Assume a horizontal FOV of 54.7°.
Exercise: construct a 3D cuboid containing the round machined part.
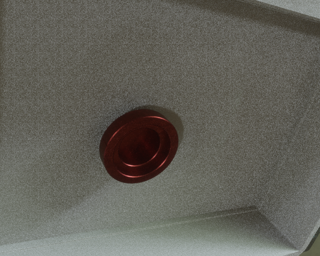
[{"bbox_3d":[-0.030,0.019,0.395,0.099,0.042,0.097,-14,125,-21],"label":"round machined part"}]
